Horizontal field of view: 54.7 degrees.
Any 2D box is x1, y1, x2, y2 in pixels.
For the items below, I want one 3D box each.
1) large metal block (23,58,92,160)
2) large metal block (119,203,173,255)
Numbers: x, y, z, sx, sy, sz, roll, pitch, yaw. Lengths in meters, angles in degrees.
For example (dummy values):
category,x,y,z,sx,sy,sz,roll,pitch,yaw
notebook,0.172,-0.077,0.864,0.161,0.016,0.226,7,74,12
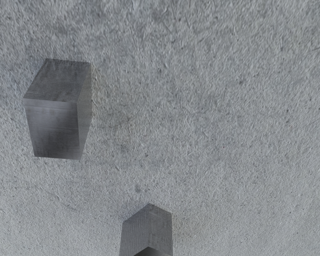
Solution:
category,x,y,z,sx,sy,sz,roll,pitch,yaw
large metal block,-0.110,-0.022,0.351,0.050,0.080,0.079,5,130,-4
large metal block,-0.024,0.190,0.533,0.050,0.080,0.080,33,123,-25
